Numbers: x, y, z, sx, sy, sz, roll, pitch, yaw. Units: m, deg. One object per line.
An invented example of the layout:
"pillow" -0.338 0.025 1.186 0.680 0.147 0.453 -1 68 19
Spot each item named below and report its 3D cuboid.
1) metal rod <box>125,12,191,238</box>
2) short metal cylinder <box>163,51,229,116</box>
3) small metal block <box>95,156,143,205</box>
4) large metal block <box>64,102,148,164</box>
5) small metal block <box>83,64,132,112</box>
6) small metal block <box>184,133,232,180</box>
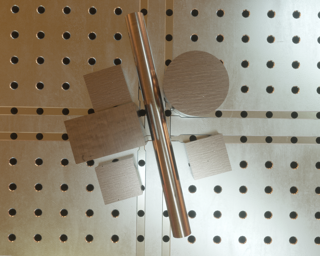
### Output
"metal rod" -0.002 -0.004 0.413 0.025 0.025 0.298 -12 90 0
"short metal cylinder" 0.044 -0.055 0.401 0.081 0.050 0.079 0 90 -1
"small metal block" -0.054 0.069 0.413 0.050 0.025 0.050 -16 90 -1
"large metal block" -0.061 0.005 0.384 0.080 0.080 0.050 -15 90 0
"small metal block" -0.068 -0.052 0.412 0.050 0.025 0.050 -17 90 -1
"small metal block" 0.063 0.037 0.414 0.050 0.025 0.050 -15 90 -1
